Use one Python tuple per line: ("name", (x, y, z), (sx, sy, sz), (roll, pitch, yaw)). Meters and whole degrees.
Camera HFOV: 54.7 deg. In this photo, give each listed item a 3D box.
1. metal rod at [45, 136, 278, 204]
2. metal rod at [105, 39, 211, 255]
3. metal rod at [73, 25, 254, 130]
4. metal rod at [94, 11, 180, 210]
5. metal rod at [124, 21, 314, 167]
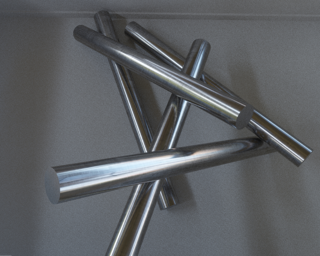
("metal rod", (0.041, 0.028, 0.307), (0.302, 0.025, 0.025), (-5, 65, -42))
("metal rod", (0.007, 0.009, 0.320), (0.025, 0.025, 0.300), (18, 56, 6))
("metal rod", (-0.021, -0.075, 0.369), (0.025, 0.025, 0.300), (-44, 50, -14))
("metal rod", (-0.038, -0.037, 0.422), (0.025, 0.025, 0.299), (-19, 71, -7))
("metal rod", (0.058, -0.057, 0.401), (0.025, 0.025, 0.300), (-42, 64, -14))
